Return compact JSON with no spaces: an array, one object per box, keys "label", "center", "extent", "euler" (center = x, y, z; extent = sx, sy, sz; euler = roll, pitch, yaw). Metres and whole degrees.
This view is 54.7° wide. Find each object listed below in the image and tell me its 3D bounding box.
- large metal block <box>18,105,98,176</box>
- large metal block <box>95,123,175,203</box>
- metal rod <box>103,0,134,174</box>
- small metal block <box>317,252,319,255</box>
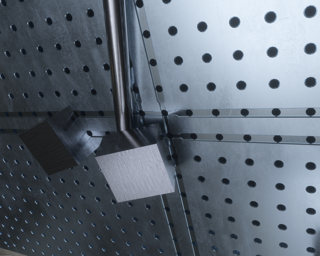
[{"label":"large metal block","center":[-0.161,0.021,0.491],"extent":[0.080,0.050,0.080],"euler":[-21,108,35]},{"label":"large metal block","center":[-0.029,0.047,0.418],"extent":[0.080,0.050,0.080],"euler":[-13,119,11]},{"label":"metal rod","center":[-0.049,-0.028,0.418],"extent":[0.025,0.025,0.298],"euler":[12,124,21]},{"label":"small metal block","center":[0.226,0.194,0.396],"extent":[0.050,0.050,0.025],"euler":[11,123,22]}]
